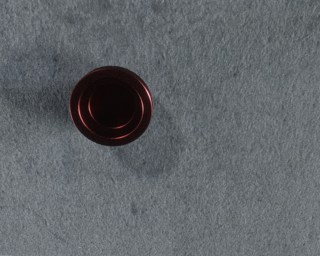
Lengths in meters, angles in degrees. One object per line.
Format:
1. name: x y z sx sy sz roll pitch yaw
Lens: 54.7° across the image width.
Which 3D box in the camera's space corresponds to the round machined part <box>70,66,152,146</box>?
1. round machined part: -0.059 -0.030 0.389 0.099 0.042 0.097 0 110 -1
